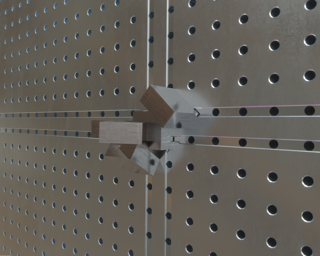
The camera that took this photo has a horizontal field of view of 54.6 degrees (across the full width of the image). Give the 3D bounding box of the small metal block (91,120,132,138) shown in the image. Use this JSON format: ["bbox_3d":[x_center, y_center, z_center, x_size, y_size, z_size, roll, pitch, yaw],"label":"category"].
[{"bbox_3d":[-0.063,0.002,0.445,0.050,0.050,0.025,2,92,40],"label":"small metal block"}]

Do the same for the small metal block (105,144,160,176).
[{"bbox_3d":[-0.037,0.040,0.422,0.050,0.050,0.025,2,60,40],"label":"small metal block"}]

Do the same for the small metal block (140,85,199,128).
[{"bbox_3d":[0.012,-0.026,0.384,0.050,0.050,0.025,51,119,28],"label":"small metal block"}]

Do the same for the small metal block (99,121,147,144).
[{"bbox_3d":[-0.044,0.005,0.385,0.050,0.050,0.025,2,92,3],"label":"small metal block"}]

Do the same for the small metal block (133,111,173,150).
[{"bbox_3d":[-0.010,0.003,0.419,0.050,0.025,0.050,2,91,39],"label":"small metal block"}]
